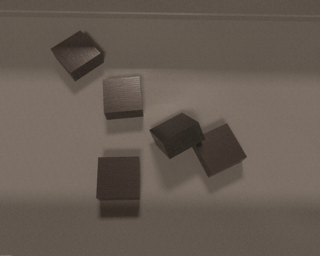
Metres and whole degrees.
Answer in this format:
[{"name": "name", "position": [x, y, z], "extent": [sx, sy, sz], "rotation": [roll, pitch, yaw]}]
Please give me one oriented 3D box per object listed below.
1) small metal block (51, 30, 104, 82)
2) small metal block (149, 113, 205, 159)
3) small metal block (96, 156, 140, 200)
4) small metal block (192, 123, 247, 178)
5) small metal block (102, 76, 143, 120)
[{"name": "small metal block", "position": [-0.119, -0.104, 0.446], "extent": [0.050, 0.025, 0.050], "rotation": [-38, 75, -13]}, {"name": "small metal block", "position": [0.021, 0.008, 0.391], "extent": [0.050, 0.050, 0.025], "rotation": [-28, 114, -10]}, {"name": "small metal block", "position": [-0.051, 0.063, 0.386], "extent": [0.050, 0.025, 0.050], "rotation": [-1, 70, -1]}, {"name": "small metal block", "position": [0.075, 0.029, 0.400], "extent": [0.050, 0.025, 0.050], "rotation": [-24, 72, -9]}, {"name": "small metal block", "position": [-0.050, -0.041, 0.424], "extent": [0.050, 0.025, 0.050], "rotation": [-5, 70, -3]}]
